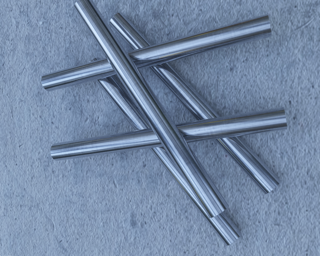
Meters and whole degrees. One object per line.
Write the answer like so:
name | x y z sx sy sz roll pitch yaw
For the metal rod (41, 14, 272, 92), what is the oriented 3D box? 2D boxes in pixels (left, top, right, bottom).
metal rod | -0.019 -0.089 0.390 0.301 0.025 0.025 -10 87 19

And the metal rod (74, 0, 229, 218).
metal rod | -0.016 -0.033 0.362 0.025 0.025 0.299 -36 79 16

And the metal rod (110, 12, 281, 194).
metal rod | 0.036 -0.040 0.396 0.025 0.025 0.300 -44 77 14

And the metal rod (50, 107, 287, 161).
metal rod | -0.004 0.011 0.385 0.301 0.025 0.025 -9 87 19

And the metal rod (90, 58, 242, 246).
metal rod | -0.002 0.022 0.409 0.025 0.025 0.300 -42 77 15
